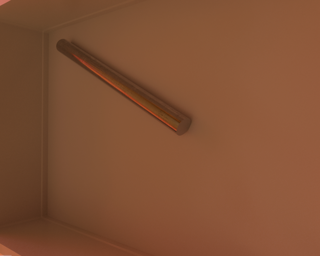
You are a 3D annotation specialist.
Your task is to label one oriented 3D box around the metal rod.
[{"bbox_3d":[-0.072,-0.074,0.467,0.300,0.025,0.025,36,112,34],"label":"metal rod"}]
